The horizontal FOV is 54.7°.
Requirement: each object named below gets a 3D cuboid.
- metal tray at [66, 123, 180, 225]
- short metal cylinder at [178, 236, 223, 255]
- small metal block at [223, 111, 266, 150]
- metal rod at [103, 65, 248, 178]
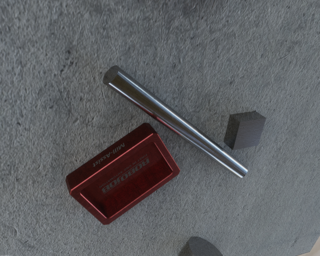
[{"bbox_3d":[-0.046,0.064,0.418,0.130,0.030,0.090,-35,129,-6],"label":"metal tray"},{"bbox_3d":[0.074,0.248,0.568,0.080,0.080,0.050,21,107,-36],"label":"short metal cylinder"},{"bbox_3d":[0.132,0.004,0.484,0.050,0.025,0.050,-8,122,-25],"label":"small metal block"},{"bbox_3d":[0.042,0.007,0.436,0.301,0.025,0.025,34,99,-39],"label":"metal rod"}]
